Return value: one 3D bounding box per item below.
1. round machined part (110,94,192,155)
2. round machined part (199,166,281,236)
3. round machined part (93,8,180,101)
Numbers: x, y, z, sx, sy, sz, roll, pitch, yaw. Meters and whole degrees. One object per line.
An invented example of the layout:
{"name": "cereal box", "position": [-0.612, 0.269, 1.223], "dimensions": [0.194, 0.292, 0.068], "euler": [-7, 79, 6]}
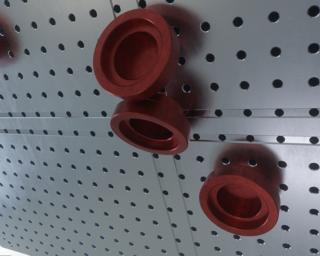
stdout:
{"name": "round machined part", "position": [-0.008, -0.008, 0.383], "dimensions": [0.098, 0.042, 0.098], "euler": [14, 152, 8]}
{"name": "round machined part", "position": [0.104, 0.088, 0.400], "dimensions": [0.098, 0.042, 0.097], "euler": [13, 124, 21]}
{"name": "round machined part", "position": [-0.022, -0.077, 0.344], "dimensions": [0.098, 0.042, 0.098], "euler": [-6, 77, 26]}
